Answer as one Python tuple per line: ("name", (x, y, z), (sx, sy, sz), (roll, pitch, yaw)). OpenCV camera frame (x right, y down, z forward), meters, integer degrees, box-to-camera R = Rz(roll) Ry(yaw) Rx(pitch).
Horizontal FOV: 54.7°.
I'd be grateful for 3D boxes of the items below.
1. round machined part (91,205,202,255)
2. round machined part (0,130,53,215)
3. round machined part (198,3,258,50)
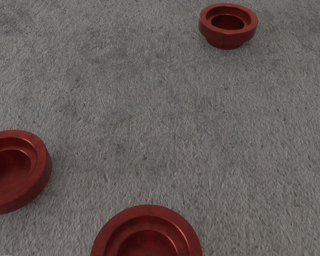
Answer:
("round machined part", (-0.012, 0.125, 0.287), (0.099, 0.042, 0.098), (0, 50, 0))
("round machined part", (-0.171, 0.052, 0.347), (0.099, 0.042, 0.098), (0, 50, 0))
("round machined part", (0.116, -0.173, 0.538), (0.099, 0.042, 0.098), (0, 50, 0))
